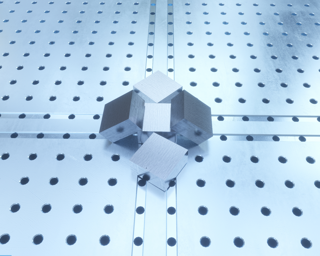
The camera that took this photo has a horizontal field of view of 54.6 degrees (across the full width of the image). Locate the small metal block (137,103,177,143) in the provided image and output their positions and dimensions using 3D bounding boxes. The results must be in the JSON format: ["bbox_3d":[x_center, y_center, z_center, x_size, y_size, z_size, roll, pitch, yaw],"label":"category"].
[{"bbox_3d":[-0.003,-0.006,0.413,0.050,0.025,0.050,1,49,1],"label":"small metal block"}]

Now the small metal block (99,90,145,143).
[{"bbox_3d":[-0.049,-0.015,0.404,0.050,0.025,0.050,-23,44,29],"label":"small metal block"}]

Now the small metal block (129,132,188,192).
[{"bbox_3d":[-0.001,0.040,0.374,0.050,0.025,0.050,27,55,22],"label":"small metal block"}]

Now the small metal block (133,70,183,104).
[{"bbox_3d":[-0.003,-0.052,0.452,0.050,0.025,0.050,-36,58,-27],"label":"small metal block"}]

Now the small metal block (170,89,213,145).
[{"bbox_3d":[0.041,-0.014,0.402,0.050,0.025,0.050,30,43,-28],"label":"small metal block"}]
